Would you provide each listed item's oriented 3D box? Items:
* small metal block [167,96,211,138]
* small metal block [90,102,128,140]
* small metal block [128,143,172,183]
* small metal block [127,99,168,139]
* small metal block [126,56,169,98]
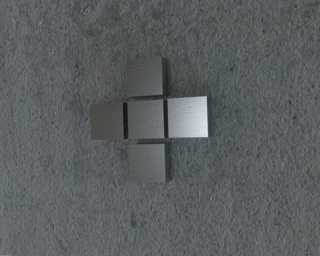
[{"bbox_3d":[0.038,-0.013,0.396,0.050,0.025,0.050,-2,89,19],"label":"small metal block"},{"bbox_3d":[-0.068,-0.009,0.433,0.050,0.025,0.050,-2,89,19],"label":"small metal block"},{"bbox_3d":[-0.013,0.046,0.414,0.050,0.025,0.050,-2,89,19],"label":"small metal block"},{"bbox_3d":[-0.015,-0.011,0.415,0.050,0.025,0.050,-2,89,19],"label":"small metal block"},{"bbox_3d":[-0.017,-0.067,0.415,0.050,0.025,0.050,-2,89,19],"label":"small metal block"}]
